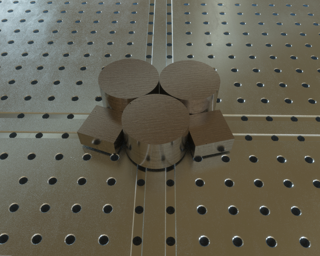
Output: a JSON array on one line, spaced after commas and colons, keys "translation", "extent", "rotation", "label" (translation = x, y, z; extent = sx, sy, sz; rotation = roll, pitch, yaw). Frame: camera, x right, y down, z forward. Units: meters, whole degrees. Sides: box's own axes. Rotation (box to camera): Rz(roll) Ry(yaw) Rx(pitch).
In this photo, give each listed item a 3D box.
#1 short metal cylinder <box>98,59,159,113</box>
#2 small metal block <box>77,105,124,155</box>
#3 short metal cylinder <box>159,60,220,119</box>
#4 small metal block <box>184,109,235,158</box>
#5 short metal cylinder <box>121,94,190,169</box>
[{"translation": [-0.041, -0.051, 0.429], "extent": [0.081, 0.050, 0.080], "rotation": [0, 50, 0], "label": "short metal cylinder"}, {"translation": [-0.070, 0.002, 0.401], "extent": [0.050, 0.025, 0.050], "rotation": [16, 52, 13], "label": "small metal block"}, {"translation": [0.039, -0.049, 0.428], "extent": [0.081, 0.050, 0.080], "rotation": [0, 50, 0], "label": "short metal cylinder"}, {"translation": [0.061, 0.007, 0.398], "extent": [0.050, 0.025, 0.050], "rotation": [-11, 51, -9], "label": "small metal block"}, {"translation": [-0.005, 0.003, 0.384], "extent": [0.081, 0.050, 0.080], "rotation": [0, 50, 0], "label": "short metal cylinder"}]
